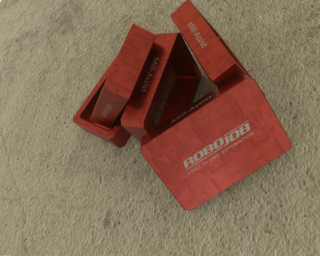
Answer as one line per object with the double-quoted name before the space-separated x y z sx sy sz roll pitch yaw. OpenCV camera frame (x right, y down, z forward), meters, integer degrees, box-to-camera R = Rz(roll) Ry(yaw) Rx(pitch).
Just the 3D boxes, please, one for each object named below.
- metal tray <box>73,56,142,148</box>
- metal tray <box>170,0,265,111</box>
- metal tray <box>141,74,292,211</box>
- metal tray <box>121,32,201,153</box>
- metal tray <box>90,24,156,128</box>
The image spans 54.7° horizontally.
"metal tray" -0.059 -0.044 0.458 0.090 0.030 0.130 22 73 35
"metal tray" 0.069 -0.090 0.379 0.030 0.090 0.130 -39 50 20
"metal tray" 0.057 0.016 0.323 0.130 0.090 0.030 -34 17 6
"metal tray" 0.008 -0.040 0.383 0.030 0.090 0.130 7 65 31
"metal tray" -0.051 -0.060 0.394 0.130 0.030 0.090 -39 29 66
